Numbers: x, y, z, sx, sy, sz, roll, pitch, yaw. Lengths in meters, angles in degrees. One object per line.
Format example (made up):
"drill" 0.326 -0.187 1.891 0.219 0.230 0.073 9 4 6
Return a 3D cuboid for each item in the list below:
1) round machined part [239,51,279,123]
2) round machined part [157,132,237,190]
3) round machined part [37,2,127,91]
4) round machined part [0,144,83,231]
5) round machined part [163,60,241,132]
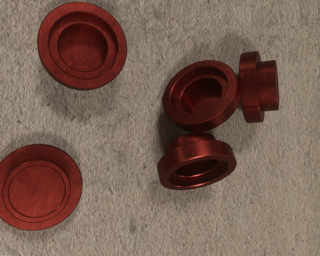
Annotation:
"round machined part" 0.138 -0.056 0.423 0.042 0.098 0.097 -3 92 24
"round machined part" 0.044 0.040 0.398 0.099 0.097 0.042 0 55 -21
"round machined part" -0.092 -0.093 0.366 0.099 0.042 0.097 0 90 -21
"round machined part" -0.138 0.068 0.350 0.099 0.042 0.097 0 90 -21
"round machined part" 0.057 -0.037 0.401 0.098 0.098 0.042 -56 140 -12
